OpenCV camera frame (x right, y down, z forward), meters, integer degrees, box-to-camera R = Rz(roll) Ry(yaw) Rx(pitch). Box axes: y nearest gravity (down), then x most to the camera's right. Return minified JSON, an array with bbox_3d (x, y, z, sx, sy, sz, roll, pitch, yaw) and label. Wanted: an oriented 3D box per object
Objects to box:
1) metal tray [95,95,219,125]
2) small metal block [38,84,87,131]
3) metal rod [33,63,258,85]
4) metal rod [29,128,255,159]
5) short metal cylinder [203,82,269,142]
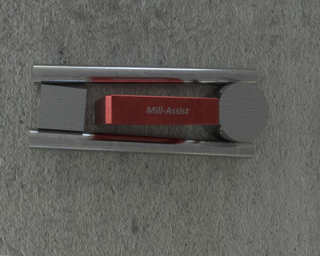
[{"bbox_3d":[-0.007,-0.019,0.372,0.131,0.090,0.030,0,90,-20],"label":"metal tray"},{"bbox_3d":[-0.116,-0.023,0.368,0.050,0.025,0.050,5,89,-20],"label":"small metal block"},{"bbox_3d":[-0.004,-0.069,0.409,0.303,0.025,0.025,-3,91,-20],"label":"metal rod"},{"bbox_3d":[-0.008,0.023,0.407,0.302,0.025,0.025,4,89,-20],"label":"metal rod"},{"bbox_3d":[0.103,-0.022,0.434,0.081,0.050,0.079,0,90,-20],"label":"short metal cylinder"}]
